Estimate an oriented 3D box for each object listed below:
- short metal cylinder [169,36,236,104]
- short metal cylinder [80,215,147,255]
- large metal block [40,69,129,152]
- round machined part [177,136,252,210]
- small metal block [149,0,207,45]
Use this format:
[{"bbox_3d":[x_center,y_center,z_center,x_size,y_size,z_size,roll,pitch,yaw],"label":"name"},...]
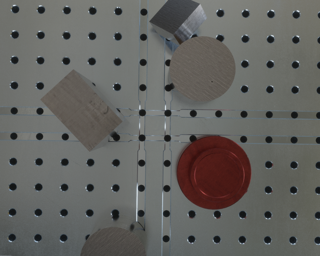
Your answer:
[{"bbox_3d":[0.052,-0.072,0.402,0.081,0.050,0.079,0,90,-1],"label":"short metal cylinder"},{"bbox_3d":[-0.057,0.160,0.400,0.081,0.050,0.079,0,90,-1],"label":"short metal cylinder"},{"bbox_3d":[-0.088,-0.020,0.385,0.050,0.080,0.080,-43,91,0],"label":"large metal block"},{"bbox_3d":[0.071,0.059,0.406,0.099,0.042,0.097,0,90,-1],"label":"round machined part"},{"bbox_3d":[0.023,-0.140,0.401,0.050,0.025,0.050,-49,53,0],"label":"small metal block"}]
